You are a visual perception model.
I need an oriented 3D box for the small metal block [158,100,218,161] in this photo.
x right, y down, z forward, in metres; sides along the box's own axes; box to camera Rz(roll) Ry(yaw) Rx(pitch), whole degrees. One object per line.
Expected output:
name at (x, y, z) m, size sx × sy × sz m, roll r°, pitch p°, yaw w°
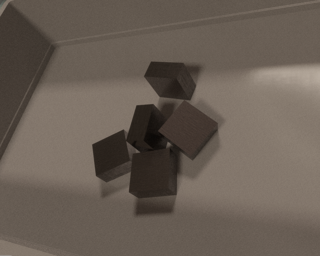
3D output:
small metal block at (0.035, 0.003, 0.376) m, size 0.050 × 0.025 × 0.050 m, roll 37°, pitch 82°, yaw 19°

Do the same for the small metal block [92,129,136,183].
small metal block at (-0.060, 0.037, 0.413) m, size 0.050 × 0.025 × 0.050 m, roll -25°, pitch 53°, yaw 12°

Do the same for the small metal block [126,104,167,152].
small metal block at (-0.013, 0.005, 0.392) m, size 0.025 × 0.050 × 0.050 m, roll -2°, pitch 61°, yaw 30°

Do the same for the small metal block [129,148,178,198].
small metal block at (-0.007, 0.055, 0.374) m, size 0.050 × 0.025 × 0.050 m, roll -10°, pitch 57°, yaw 22°

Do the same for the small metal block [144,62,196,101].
small metal block at (0.015, -0.064, 0.420) m, size 0.050 × 0.050 × 0.025 m, roll 10°, pitch 67°, yaw 32°
